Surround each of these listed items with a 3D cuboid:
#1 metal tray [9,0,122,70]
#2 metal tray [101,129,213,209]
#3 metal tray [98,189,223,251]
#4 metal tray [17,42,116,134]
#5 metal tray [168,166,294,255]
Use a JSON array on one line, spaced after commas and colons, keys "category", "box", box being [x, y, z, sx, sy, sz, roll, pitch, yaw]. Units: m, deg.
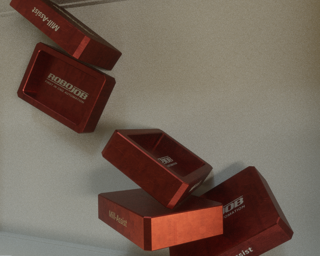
[{"category": "metal tray", "box": [-0.124, -0.133, 0.419, 0.130, 0.090, 0.030, 39, 103, 15]}, {"category": "metal tray", "box": [0.004, 0.038, 0.353, 0.090, 0.130, 0.030, 36, 102, 16]}, {"category": "metal tray", "box": [-0.005, 0.093, 0.344, 0.130, 0.091, 0.030, -2, 89, 60]}, {"category": "metal tray", "box": [-0.140, -0.059, 0.457, 0.130, 0.030, 0.090, 29, 99, 17]}, {"category": "metal tray", "box": [0.070, 0.110, 0.351, 0.130, 0.090, 0.030, -36, 115, 16]}]
